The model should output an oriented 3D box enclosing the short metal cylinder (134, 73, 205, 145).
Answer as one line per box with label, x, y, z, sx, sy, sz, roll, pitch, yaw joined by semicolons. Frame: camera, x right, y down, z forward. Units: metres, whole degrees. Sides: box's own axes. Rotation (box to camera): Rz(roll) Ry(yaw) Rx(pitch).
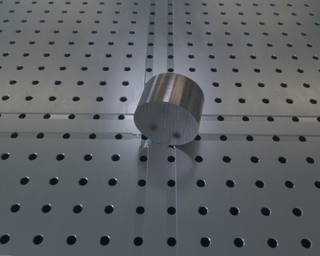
short metal cylinder;0.013;-0.022;0.391;0.080;0.080;0.050;10;51;8
